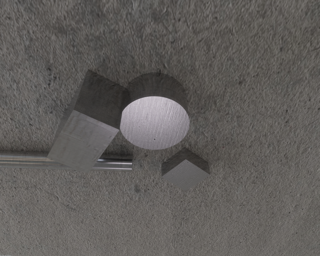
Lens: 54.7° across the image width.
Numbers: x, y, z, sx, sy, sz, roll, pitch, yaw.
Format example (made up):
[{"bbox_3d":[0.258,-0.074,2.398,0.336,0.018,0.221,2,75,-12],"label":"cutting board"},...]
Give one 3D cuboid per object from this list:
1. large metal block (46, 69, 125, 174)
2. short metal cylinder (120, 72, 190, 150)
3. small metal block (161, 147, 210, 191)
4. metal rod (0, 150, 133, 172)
[{"bbox_3d":[-0.084,-0.008,0.363,0.050,0.080,0.080,26,126,-20],"label":"large metal block"},{"bbox_3d":[-0.006,-0.020,0.374,0.081,0.050,0.079,0,130,0],"label":"short metal cylinder"},{"bbox_3d":[0.038,0.062,0.460,0.050,0.025,0.050,34,122,-26],"label":"small metal block"},{"bbox_3d":[-0.191,0.045,0.443,0.302,0.025,0.025,2,130,-3],"label":"metal rod"}]
